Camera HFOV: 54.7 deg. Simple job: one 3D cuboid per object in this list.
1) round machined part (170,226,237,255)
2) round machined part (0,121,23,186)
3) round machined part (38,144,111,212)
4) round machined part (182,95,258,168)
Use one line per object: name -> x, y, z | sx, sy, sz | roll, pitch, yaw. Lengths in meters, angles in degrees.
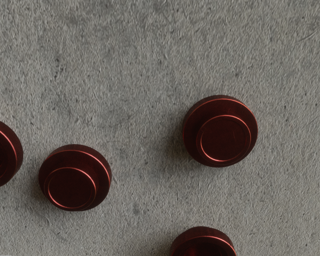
round machined part -> 0.064, 0.190, 0.471 | 0.099, 0.042, 0.097 | 0, 110, 0
round machined part -> -0.230, 0.029, 0.409 | 0.099, 0.042, 0.097 | 0, 110, 0
round machined part -> -0.119, 0.075, 0.427 | 0.099, 0.042, 0.097 | 0, 110, 0
round machined part -> 0.079, 0.009, 0.405 | 0.099, 0.042, 0.097 | 0, 110, 0
